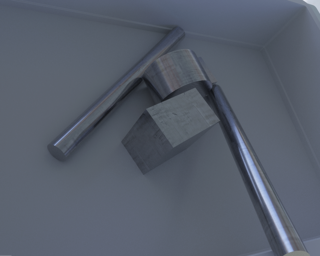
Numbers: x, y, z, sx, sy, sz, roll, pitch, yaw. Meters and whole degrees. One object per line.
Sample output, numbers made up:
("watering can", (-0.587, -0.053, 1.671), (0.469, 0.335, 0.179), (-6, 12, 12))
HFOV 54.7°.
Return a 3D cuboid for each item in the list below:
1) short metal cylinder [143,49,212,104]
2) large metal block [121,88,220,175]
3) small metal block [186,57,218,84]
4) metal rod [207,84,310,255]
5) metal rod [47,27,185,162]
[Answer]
("short metal cylinder", (0.024, -0.062, 0.423), (0.081, 0.080, 0.050), (-13, 69, -34))
("large metal block", (0.011, 0.004, 0.375), (0.081, 0.080, 0.050), (-27, 77, -37))
("small metal block", (0.054, -0.081, 0.486), (0.050, 0.025, 0.050), (-20, 73, -36))
("metal rod", (0.095, 0.022, 0.366), (0.025, 0.025, 0.300), (21, 29, -16))
("metal rod", (-0.039, -0.066, 0.425), (0.025, 0.025, 0.301), (39, 51, -2))
